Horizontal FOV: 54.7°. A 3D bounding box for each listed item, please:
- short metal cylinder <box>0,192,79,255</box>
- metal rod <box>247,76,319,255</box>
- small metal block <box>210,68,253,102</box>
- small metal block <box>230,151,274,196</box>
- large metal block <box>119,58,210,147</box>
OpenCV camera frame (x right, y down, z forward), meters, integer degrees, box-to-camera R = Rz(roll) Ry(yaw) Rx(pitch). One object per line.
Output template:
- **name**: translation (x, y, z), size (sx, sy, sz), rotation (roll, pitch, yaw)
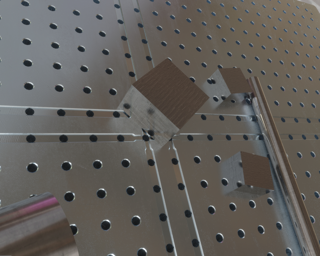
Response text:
- **short metal cylinder**: translation (-0.107, 0.099, 0.255), size (0.050, 0.080, 0.080), rotation (-16, 71, -35)
- **metal rod**: translation (0.185, 0.047, 0.481), size (0.025, 0.025, 0.299), rotation (5, 60, -26)
- **small metal block**: translation (0.119, -0.073, 0.519), size (0.050, 0.025, 0.050), rotation (-8, 66, -32)
- **small metal block**: translation (0.130, 0.065, 0.441), size (0.050, 0.025, 0.050), rotation (14, 56, -21)
- **large metal block**: translation (0.006, -0.036, 0.419), size (0.080, 0.050, 0.080), rotation (44, 51, 1)
